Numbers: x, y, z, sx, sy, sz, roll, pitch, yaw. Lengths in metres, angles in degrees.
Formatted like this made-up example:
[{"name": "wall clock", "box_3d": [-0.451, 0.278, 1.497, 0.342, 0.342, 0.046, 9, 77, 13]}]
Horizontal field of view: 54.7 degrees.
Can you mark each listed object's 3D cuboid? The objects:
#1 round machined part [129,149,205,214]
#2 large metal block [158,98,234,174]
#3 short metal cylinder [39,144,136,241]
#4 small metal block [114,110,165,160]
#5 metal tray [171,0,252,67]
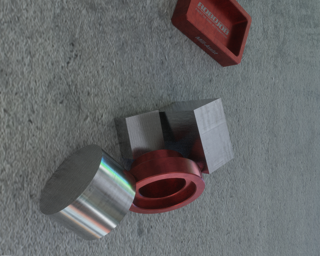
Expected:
[{"name": "round machined part", "box_3d": [0.001, 0.062, 0.371, 0.099, 0.098, 0.042, 23, 39, -38]}, {"name": "large metal block", "box_3d": [0.041, 0.009, 0.403, 0.050, 0.080, 0.080, -25, 106, -37]}, {"name": "short metal cylinder", "box_3d": [-0.071, 0.063, 0.309, 0.050, 0.080, 0.080, 48, 62, -30]}, {"name": "small metal block", "box_3d": [-0.025, 0.007, 0.384, 0.050, 0.025, 0.050, -17, 101, -39]}, {"name": "metal tray", "box_3d": [0.083, -0.163, 0.470, 0.131, 0.030, 0.090, 28, 72, -36]}]
